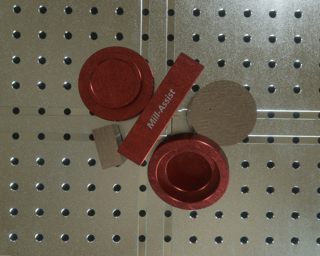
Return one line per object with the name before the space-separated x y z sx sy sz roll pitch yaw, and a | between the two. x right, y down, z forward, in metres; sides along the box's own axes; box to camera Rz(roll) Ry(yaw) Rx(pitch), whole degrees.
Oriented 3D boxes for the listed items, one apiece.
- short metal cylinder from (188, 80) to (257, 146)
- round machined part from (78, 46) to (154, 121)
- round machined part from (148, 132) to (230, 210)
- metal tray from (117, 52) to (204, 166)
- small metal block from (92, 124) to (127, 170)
short metal cylinder | 0.077 -0.018 0.397 0.081 0.050 0.079 0 90 0
round machined part | -0.057 -0.057 0.400 0.099 0.042 0.097 0 90 0
round machined part | 0.037 0.050 0.390 0.098 0.042 0.097 4 112 9
metal tray | 0.001 -0.021 0.377 0.030 0.090 0.130 33 90 0
small metal block | -0.063 0.023 0.396 0.025 0.050 0.050 -15 90 0
